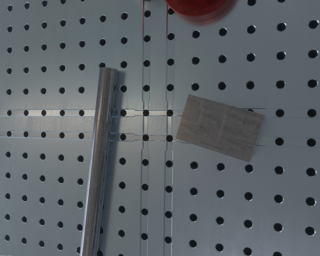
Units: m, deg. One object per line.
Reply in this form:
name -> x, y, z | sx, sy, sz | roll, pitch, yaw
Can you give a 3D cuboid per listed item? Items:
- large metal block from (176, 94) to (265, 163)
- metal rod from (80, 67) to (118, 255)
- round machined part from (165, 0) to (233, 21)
large metal block -> 0.074, -0.001, 0.357 | 0.080, 0.080, 0.050 | 18, 96, 19
metal rod -> -0.089, 0.064, 0.443 | 0.025, 0.025, 0.298 | 7, 92, 20
round machined part -> 0.047, -0.189, 0.387 | 0.098, 0.042, 0.097 | 0, 90, 19
